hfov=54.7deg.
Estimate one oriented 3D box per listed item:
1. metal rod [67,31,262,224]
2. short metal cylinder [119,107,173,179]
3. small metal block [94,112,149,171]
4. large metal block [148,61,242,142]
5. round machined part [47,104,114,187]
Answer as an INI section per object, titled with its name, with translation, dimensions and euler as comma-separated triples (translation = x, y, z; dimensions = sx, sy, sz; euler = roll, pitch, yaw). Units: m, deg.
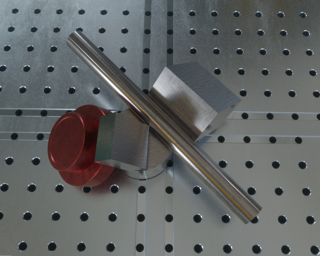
[metal rod]
translation = -0.006, -0.011, 0.359
dimensions = 0.025, 0.025, 0.300
euler = -42, 75, -14
[short metal cylinder]
translation = -0.024, 0.020, 0.387
dimensions = 0.081, 0.050, 0.080
euler = 0, 70, 0
[small metal block]
translation = -0.040, 0.016, 0.333
dimensions = 0.025, 0.050, 0.050
euler = -13, 65, 38
[large metal block]
translation = 0.043, -0.035, 0.385
dimensions = 0.080, 0.050, 0.080
euler = 44, 33, 14
[round machined part]
translation = -0.094, 0.019, 0.364
dimensions = 0.098, 0.042, 0.098
euler = -12, 70, 36
